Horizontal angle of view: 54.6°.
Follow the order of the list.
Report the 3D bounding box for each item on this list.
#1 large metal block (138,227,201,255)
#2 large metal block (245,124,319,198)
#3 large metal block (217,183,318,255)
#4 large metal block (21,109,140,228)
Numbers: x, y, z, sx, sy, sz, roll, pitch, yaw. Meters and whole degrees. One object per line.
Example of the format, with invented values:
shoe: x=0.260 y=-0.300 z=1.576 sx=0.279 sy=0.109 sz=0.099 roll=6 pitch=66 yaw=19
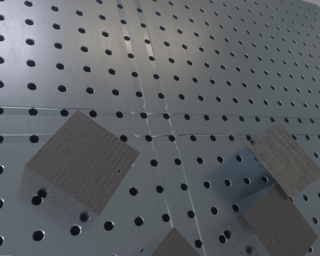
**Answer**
large metal block: x=0.007 y=0.159 z=0.299 sx=0.080 sy=0.050 sz=0.080 roll=47 pitch=51 yaw=4
large metal block: x=0.166 y=0.042 z=0.429 sx=0.080 sy=0.050 sz=0.080 roll=51 pitch=8 yaw=8
large metal block: x=0.134 y=0.128 z=0.385 sx=0.081 sy=0.050 sz=0.080 roll=-26 pitch=76 yaw=-37
large metal block: x=-0.081 y=0.042 z=0.323 sx=0.080 sy=0.050 sz=0.080 roll=36 pitch=51 yaw=-5
